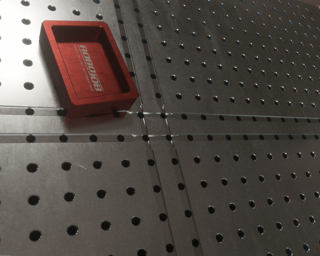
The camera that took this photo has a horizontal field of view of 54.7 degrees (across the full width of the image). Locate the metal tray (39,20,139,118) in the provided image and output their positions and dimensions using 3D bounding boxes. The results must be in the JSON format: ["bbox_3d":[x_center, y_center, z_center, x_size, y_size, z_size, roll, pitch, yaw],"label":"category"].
[{"bbox_3d":[-0.093,-0.081,0.404,0.091,0.030,0.130,-12,68,-33],"label":"metal tray"}]
